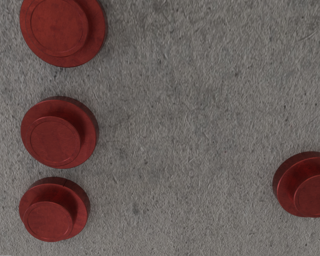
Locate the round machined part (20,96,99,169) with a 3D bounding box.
[{"bbox_3d":[-0.132,0.011,0.403,0.099,0.042,0.097,0,110,0],"label":"round machined part"}]

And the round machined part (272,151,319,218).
[{"bbox_3d":[0.214,0.085,0.434,0.099,0.042,0.097,0,110,0],"label":"round machined part"}]

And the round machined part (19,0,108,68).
[{"bbox_3d":[-0.112,-0.118,0.356,0.099,0.042,0.097,0,110,0],"label":"round machined part"}]

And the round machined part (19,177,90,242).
[{"bbox_3d":[-0.153,0.123,0.445,0.099,0.042,0.097,0,110,0],"label":"round machined part"}]
